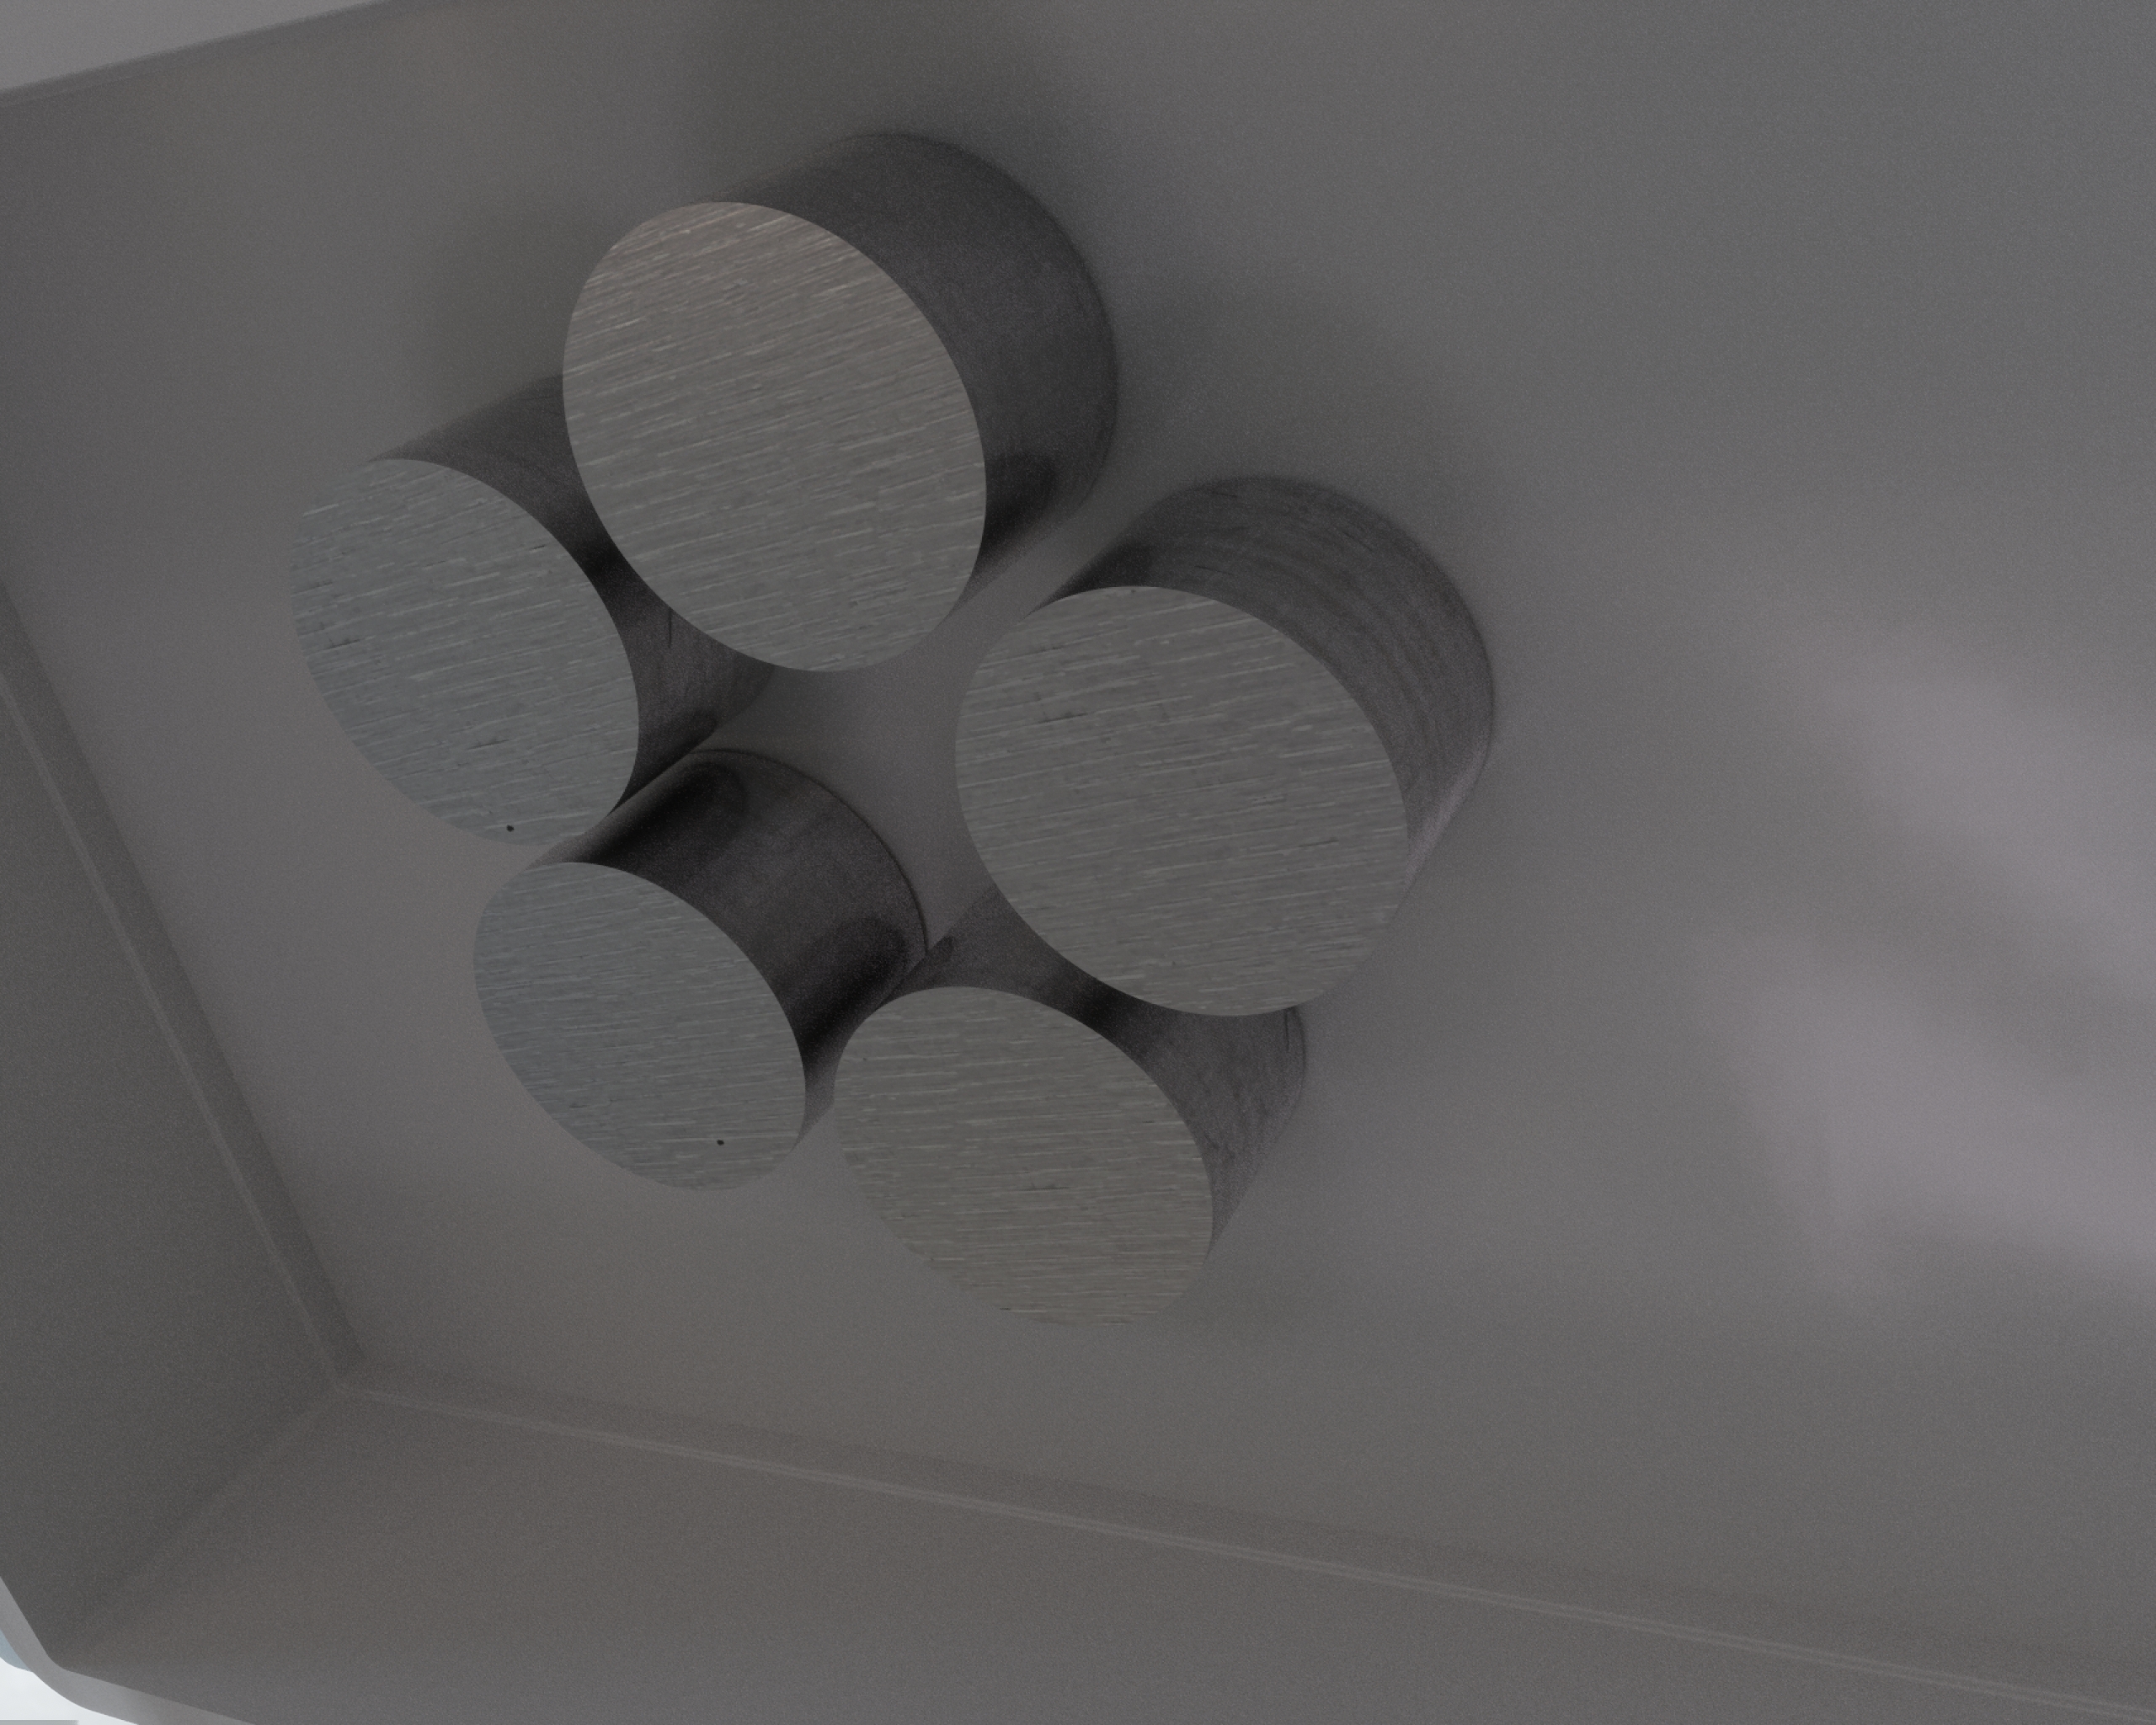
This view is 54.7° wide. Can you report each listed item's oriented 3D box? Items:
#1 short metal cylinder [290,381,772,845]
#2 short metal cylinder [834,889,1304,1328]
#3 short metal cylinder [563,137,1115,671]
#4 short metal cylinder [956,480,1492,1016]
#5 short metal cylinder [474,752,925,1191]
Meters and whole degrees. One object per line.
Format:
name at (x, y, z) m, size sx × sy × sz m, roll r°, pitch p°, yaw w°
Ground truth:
short metal cylinder at (-0.107, -0.050, 0.415) m, size 0.080 × 0.050 × 0.079 m, roll 13°, pitch 124°, yaw 21°
short metal cylinder at (-0.001, 0.046, 0.419) m, size 0.080 × 0.050 × 0.079 m, roll 13°, pitch 124°, yaw 21°
short metal cylinder at (-0.041, -0.080, 0.362) m, size 0.080 × 0.050 × 0.079 m, roll 13°, pitch 124°, yaw 21°
short metal cylinder at (0.026, -0.020, 0.364) m, size 0.080 × 0.050 × 0.079 m, roll 13°, pitch 124°, yaw 21°
short metal cylinder at (-0.080, 0.023, 0.446) m, size 0.080 × 0.050 × 0.079 m, roll 13°, pitch 124°, yaw 21°
